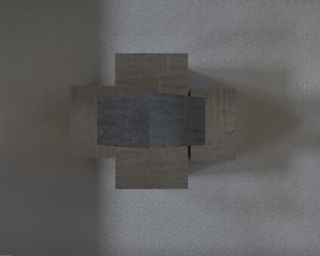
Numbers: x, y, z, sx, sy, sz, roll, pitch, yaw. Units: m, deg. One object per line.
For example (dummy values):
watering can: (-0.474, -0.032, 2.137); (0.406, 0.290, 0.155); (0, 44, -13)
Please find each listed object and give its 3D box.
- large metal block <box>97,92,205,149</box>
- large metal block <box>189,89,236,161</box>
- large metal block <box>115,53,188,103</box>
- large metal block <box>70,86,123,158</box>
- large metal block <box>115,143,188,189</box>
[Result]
large metal block: (-0.009, -0.007, 0.326); (0.081, 0.080, 0.050); (0, 90, -45)
large metal block: (0.058, -0.004, 0.381); (0.050, 0.080, 0.080); (0, 90, -1)
large metal block: (-0.009, -0.058, 0.382); (0.081, 0.080, 0.050); (0, 90, 0)
large metal block: (-0.075, -0.007, 0.383); (0.050, 0.080, 0.080); (0, 90, 0)
large metal block: (-0.009, 0.043, 0.383); (0.081, 0.080, 0.050); (0, 90, 0)
